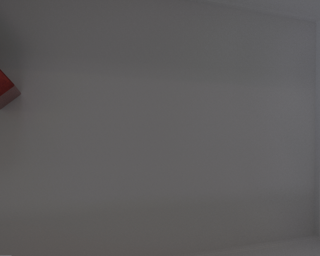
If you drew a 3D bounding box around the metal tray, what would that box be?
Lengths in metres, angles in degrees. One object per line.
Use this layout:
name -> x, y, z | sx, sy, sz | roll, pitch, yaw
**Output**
metal tray -> -0.197, -0.079, 0.303 | 0.030, 0.090, 0.130 | -43, 104, -15
